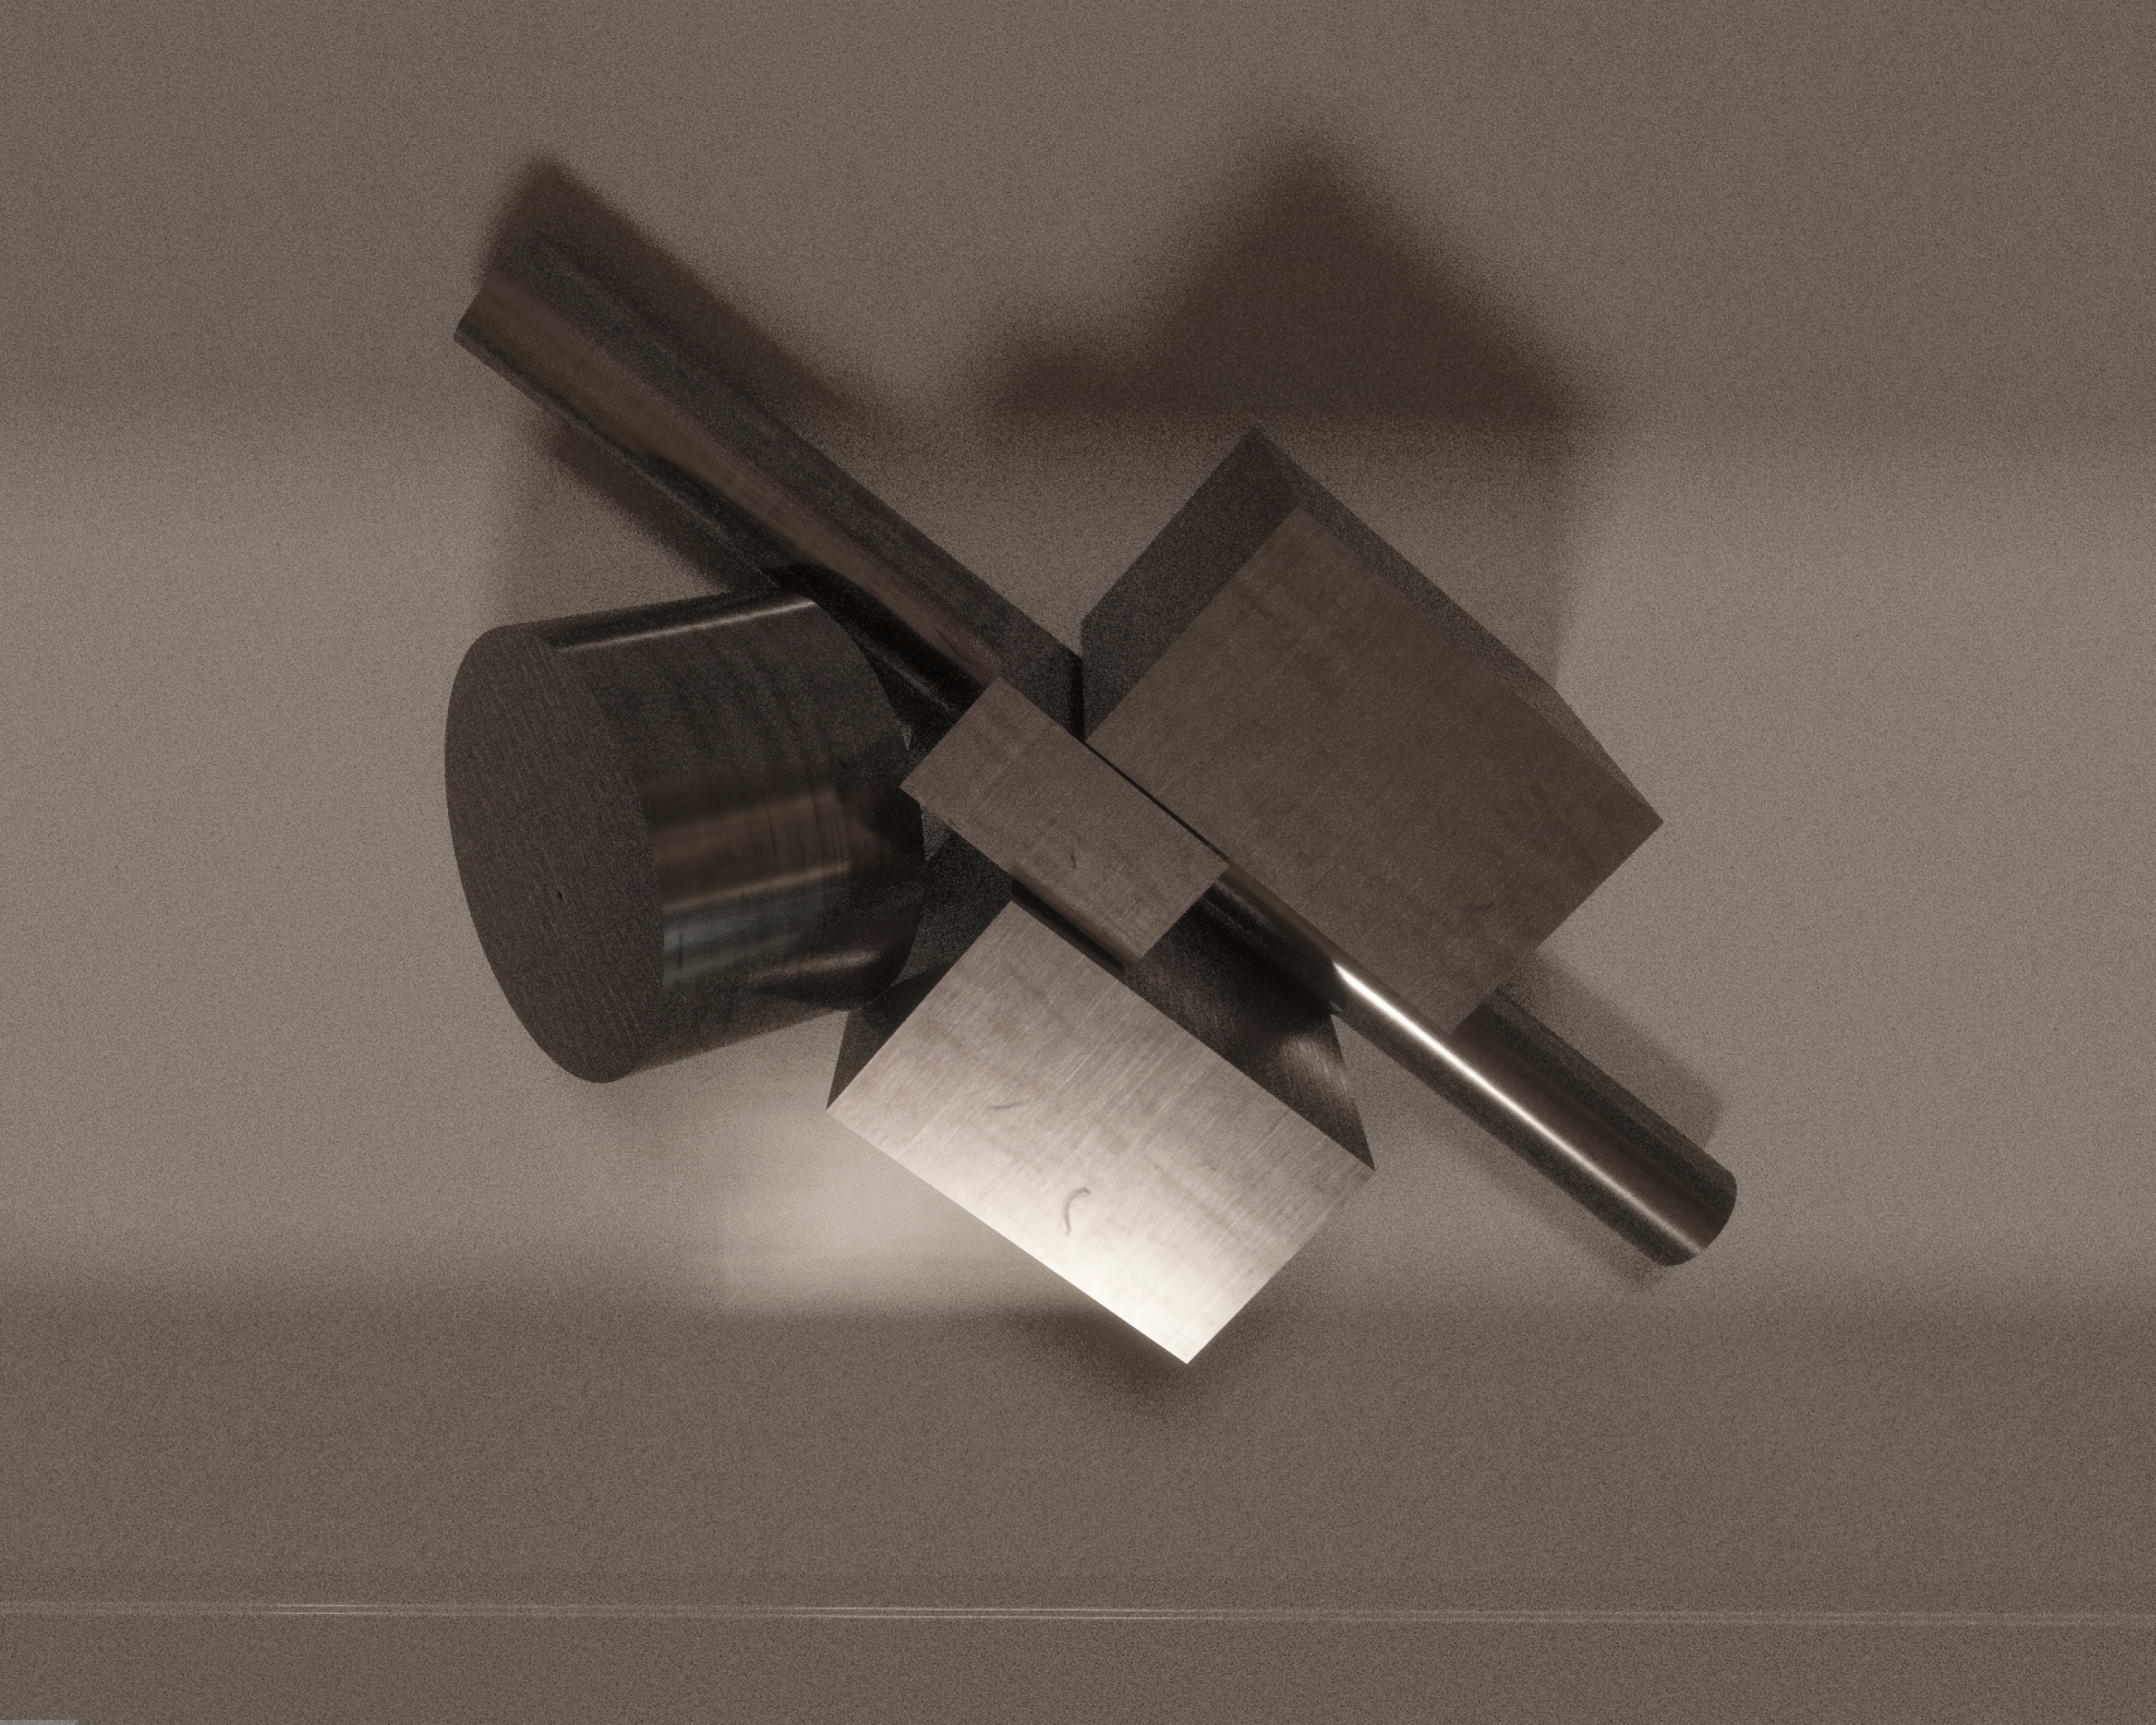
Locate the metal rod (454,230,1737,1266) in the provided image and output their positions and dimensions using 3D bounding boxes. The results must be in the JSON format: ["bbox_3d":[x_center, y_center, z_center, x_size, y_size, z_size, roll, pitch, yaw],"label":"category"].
[{"bbox_3d":[0.013,-0.014,0.406,0.301,0.025,0.025,37,106,-13],"label":"metal rod"}]

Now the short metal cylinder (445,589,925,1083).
[{"bbox_3d":[-0.071,-0.006,0.371,0.050,0.080,0.079,-15,116,-37],"label":"short metal cylinder"}]

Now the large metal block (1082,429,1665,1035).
[{"bbox_3d":[0.048,-0.027,0.372,0.080,0.080,0.050,38,105,-13],"label":"large metal block"}]

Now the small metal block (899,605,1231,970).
[{"bbox_3d":[-0.002,-0.015,0.367,0.050,0.050,0.025,39,105,-14],"label":"small metal block"}]

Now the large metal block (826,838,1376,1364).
[{"bbox_3d":[0.004,0.034,0.394,0.080,0.080,0.050,37,106,-13],"label":"large metal block"}]
